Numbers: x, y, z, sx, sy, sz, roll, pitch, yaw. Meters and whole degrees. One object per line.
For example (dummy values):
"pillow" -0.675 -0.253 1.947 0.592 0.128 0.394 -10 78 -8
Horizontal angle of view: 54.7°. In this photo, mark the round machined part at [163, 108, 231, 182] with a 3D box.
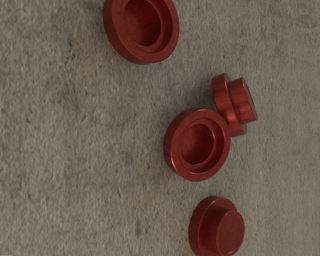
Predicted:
"round machined part" 0.046 0.020 0.425 0.099 0.042 0.097 -6 102 -29

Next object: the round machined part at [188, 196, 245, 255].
"round machined part" 0.093 0.157 0.475 0.099 0.042 0.097 0 90 -40

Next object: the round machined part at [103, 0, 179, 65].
"round machined part" -0.026 -0.125 0.373 0.099 0.042 0.097 0 90 -40

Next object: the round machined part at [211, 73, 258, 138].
"round machined part" 0.115 -0.038 0.464 0.098 0.042 0.098 49 31 -43
